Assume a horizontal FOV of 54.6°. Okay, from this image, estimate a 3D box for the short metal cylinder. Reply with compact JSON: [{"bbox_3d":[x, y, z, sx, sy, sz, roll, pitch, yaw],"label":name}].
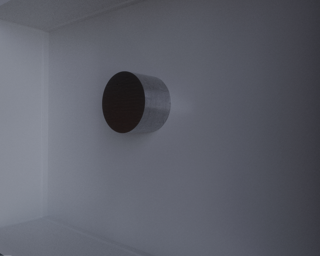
[{"bbox_3d":[-0.032,-0.033,0.419,0.080,0.050,0.080,0,90,40],"label":"short metal cylinder"}]
